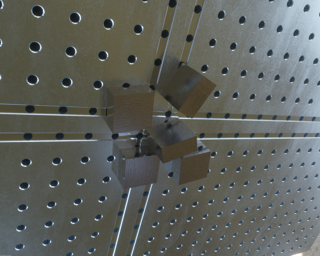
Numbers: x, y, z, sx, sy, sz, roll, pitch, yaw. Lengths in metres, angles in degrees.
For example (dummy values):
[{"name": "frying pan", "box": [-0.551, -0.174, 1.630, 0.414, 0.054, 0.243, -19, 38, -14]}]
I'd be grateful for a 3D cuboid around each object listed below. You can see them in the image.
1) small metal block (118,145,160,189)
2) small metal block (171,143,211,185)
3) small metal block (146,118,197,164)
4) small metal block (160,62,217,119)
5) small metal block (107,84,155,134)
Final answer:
[{"name": "small metal block", "box": [-0.029, 0.053, 0.430, 0.050, 0.025, 0.050, -7, 122, -26]}, {"name": "small metal block", "box": [0.047, 0.054, 0.473, 0.050, 0.025, 0.050, -11, 124, -23]}, {"name": "small metal block", "box": [0.015, 0.016, 0.415, 0.050, 0.050, 0.025, -19, 126, -18]}, {"name": "small metal block", "box": [0.034, -0.047, 0.386, 0.025, 0.050, 0.050, 27, 103, -38]}, {"name": "small metal block", "box": [-0.036, -0.024, 0.378, 0.050, 0.025, 0.050, -9, 123, -24]}]
